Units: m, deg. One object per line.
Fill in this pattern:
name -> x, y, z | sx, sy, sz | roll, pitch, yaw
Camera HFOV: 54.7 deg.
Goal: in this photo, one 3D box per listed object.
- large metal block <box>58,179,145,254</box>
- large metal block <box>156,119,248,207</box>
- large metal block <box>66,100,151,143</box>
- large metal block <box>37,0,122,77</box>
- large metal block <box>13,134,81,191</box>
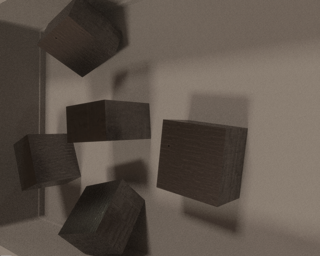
large metal block -> -0.079, 0.122, 0.426 | 0.080, 0.080, 0.050 | -18, 124, 38
large metal block -> 0.046, 0.035, 0.351 | 0.080, 0.050, 0.079 | 9, 96, 39
large metal block -> -0.070, -0.007, 0.427 | 0.080, 0.081, 0.050 | -5, 87, 39
large metal block -> -0.116, -0.132, 0.455 | 0.080, 0.080, 0.050 | -23, 45, 37
large metal block -> -0.190, 0.056, 0.525 | 0.050, 0.081, 0.080 | -27, 73, 36
